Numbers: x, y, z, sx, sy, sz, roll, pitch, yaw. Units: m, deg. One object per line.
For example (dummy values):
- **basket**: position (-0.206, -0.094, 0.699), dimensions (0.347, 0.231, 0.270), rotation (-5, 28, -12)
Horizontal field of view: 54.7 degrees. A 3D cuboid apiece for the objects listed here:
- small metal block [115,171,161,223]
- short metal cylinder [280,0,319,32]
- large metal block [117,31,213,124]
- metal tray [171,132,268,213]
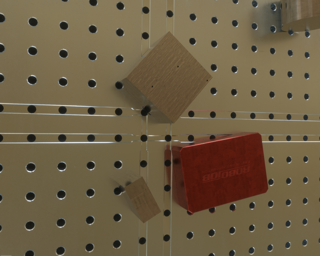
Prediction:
- **small metal block**: position (-0.029, 0.085, 0.389), dimensions (0.025, 0.050, 0.050), rotation (-30, 100, -17)
- **short metal cylinder**: position (0.224, -0.181, 0.465), dimensions (0.081, 0.080, 0.050), rotation (-4, 92, -20)
- **large metal block**: position (0.006, -0.062, 0.401), dimensions (0.080, 0.050, 0.080), rotation (43, 76, -15)
- **metal tray**: position (0.087, 0.060, 0.442), dimensions (0.131, 0.030, 0.089), rotation (-10, 93, -20)
